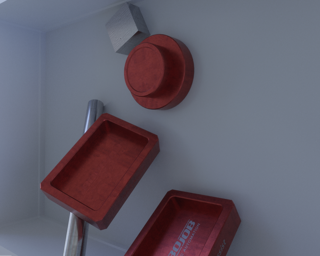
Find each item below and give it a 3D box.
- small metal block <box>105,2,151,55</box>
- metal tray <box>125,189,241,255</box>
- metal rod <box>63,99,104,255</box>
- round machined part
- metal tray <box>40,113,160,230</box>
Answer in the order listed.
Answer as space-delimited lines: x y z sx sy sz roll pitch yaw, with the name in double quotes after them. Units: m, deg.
-0.047 -0.141 0.443 0.050 0.025 0.050 -33 70 35 "small metal block"
0.019 0.128 0.327 0.090 0.131 0.030 1 128 39 "metal tray"
-0.099 0.082 0.401 0.025 0.025 0.300 -33 43 35 "metal rod"
-0.008 -0.073 0.401 0.098 0.042 0.097 0 90 39 "round machined part"
-0.070 0.048 0.389 0.090 0.130 0.030 24 148 20 "metal tray"
